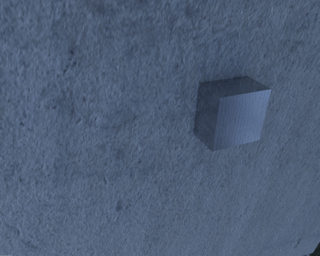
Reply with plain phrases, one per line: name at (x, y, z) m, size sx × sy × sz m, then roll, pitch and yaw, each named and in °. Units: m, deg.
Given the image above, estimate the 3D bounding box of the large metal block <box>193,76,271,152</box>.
large metal block at (0.097, -0.021, 0.430) m, size 0.081 × 0.050 × 0.079 m, roll -11°, pitch 123°, yaw -22°
